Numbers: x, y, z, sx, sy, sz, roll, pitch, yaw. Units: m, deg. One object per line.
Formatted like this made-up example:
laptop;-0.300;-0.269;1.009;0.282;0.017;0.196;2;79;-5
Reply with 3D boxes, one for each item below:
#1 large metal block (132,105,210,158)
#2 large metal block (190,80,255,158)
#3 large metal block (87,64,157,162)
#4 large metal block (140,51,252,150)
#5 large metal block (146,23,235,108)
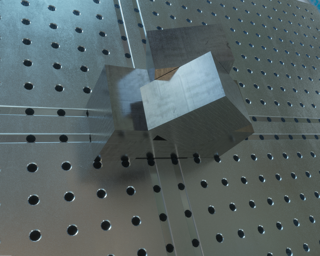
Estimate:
large metal block;0.007;-0.008;0.400;0.081;0.050;0.080;3;61;-27
large metal block;0.071;-0.012;0.420;0.050;0.080;0.080;4;60;-27
large metal block;-0.046;-0.014;0.358;0.050;0.080;0.080;2;61;-28
large metal block;0.039;-0.023;0.323;0.080;0.080;0.050;30;42;-54
large metal block;0.028;-0.066;0.348;0.081;0.080;0.050;-8;64;-7
